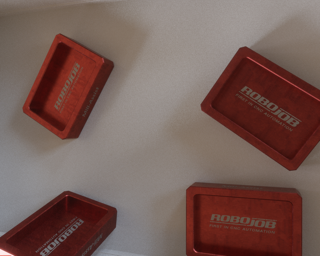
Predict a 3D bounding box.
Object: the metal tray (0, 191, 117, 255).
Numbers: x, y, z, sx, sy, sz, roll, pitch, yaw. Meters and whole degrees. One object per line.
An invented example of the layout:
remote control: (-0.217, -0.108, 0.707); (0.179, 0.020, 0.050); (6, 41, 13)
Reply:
metal tray: (-0.126, 0.135, 0.396); (0.090, 0.131, 0.030); (15, 113, 19)

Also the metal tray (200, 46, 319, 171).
metal tray: (0.126, -0.024, 0.363); (0.130, 0.030, 0.090); (37, 101, 16)

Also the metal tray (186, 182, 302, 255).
metal tray: (0.098, 0.116, 0.372); (0.130, 0.030, 0.089); (0, 90, 19)

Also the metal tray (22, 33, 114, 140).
metal tray: (-0.136, -0.059, 0.454); (0.090, 0.030, 0.129); (32, 100, 17)
